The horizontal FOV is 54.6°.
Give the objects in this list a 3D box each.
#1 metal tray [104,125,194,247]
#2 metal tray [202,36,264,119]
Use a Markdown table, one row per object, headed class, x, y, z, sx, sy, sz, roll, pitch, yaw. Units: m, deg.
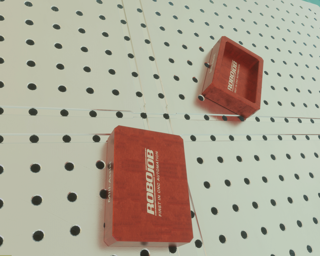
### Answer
| class | x | y | z | sx | sy | sz | roll | pitch | yaw |
| --- | --- | --- | --- | --- | --- | --- | --- | --- | --- |
| metal tray | -0.014 | 0.066 | 0.357 | 0.091 | 0.030 | 0.130 | 10 | 57 | -23 |
| metal tray | 0.127 | -0.089 | 0.526 | 0.090 | 0.030 | 0.130 | 27 | 52 | -12 |
